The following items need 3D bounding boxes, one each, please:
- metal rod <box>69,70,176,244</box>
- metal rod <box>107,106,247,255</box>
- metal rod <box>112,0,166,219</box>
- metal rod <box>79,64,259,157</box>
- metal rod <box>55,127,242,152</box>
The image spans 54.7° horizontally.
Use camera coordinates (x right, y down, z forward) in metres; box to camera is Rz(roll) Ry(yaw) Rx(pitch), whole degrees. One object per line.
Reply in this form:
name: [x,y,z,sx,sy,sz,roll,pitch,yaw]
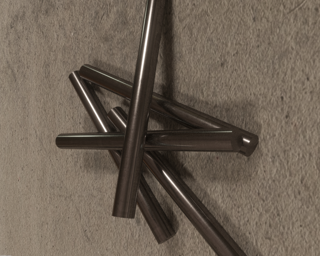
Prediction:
metal rod: [-0.066,0.027,0.456,0.025,0.025,0.299,-48,62,29]
metal rod: [0.021,0.076,0.385,0.300,0.025,0.025,48,118,29]
metal rod: [-0.021,-0.047,0.372,0.025,0.025,0.299,-3,73,39]
metal rod: [-0.012,-0.036,0.412,0.300,0.025,0.025,27,107,36]
metal rod: [-0.040,0.016,0.401,0.300,0.025,0.025,-2,89,39]
